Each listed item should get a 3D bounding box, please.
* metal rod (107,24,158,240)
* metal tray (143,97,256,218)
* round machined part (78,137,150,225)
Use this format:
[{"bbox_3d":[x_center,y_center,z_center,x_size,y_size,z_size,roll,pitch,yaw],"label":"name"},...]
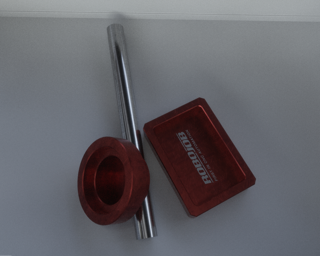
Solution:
[{"bbox_3d":[-0.041,-0.010,0.412,0.025,0.025,0.299,-9,70,-4],"label":"metal rod"},{"bbox_3d":[0.047,0.036,0.394,0.090,0.030,0.130,-26,72,-10],"label":"metal tray"},{"bbox_3d":[-0.050,0.061,0.360,0.098,0.042,0.098,-9,76,41],"label":"round machined part"}]
